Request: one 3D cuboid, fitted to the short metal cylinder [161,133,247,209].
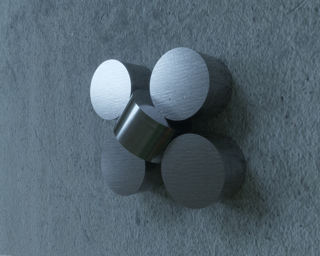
[{"bbox_3d":[0.048,0.046,0.347,0.080,0.050,0.079,0,90,39],"label":"short metal cylinder"}]

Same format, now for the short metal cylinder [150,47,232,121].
[{"bbox_3d":[0.035,-0.048,0.357,0.080,0.050,0.079,0,90,39],"label":"short metal cylinder"}]

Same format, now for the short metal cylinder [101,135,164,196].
[{"bbox_3d":[-0.032,0.046,0.413,0.080,0.050,0.079,0,90,39],"label":"short metal cylinder"}]

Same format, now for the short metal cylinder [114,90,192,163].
[{"bbox_3d":[-0.009,-0.003,0.376,0.080,0.081,0.050,47,118,29],"label":"short metal cylinder"}]

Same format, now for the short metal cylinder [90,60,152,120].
[{"bbox_3d":[-0.051,-0.051,0.429,0.080,0.050,0.079,0,90,39],"label":"short metal cylinder"}]
